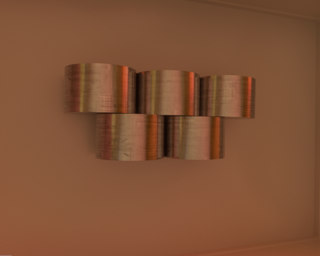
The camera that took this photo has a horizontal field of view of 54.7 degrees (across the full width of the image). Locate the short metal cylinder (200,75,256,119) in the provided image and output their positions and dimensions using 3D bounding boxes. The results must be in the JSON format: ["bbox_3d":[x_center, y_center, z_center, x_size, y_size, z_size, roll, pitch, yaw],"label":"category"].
[{"bbox_3d":[0.085,-0.038,0.410,0.081,0.080,0.050,2,90,-20],"label":"short metal cylinder"}]

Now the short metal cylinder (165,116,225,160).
[{"bbox_3d":[0.042,0.011,0.395,0.081,0.080,0.050,1,90,-20],"label":"short metal cylinder"}]

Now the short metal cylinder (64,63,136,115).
[{"bbox_3d":[-0.068,-0.041,0.354,0.081,0.080,0.050,1,90,-20],"label":"short metal cylinder"}]

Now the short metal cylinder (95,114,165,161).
[{"bbox_3d":[-0.035,0.010,0.366,0.081,0.080,0.050,1,90,-20],"label":"short metal cylinder"}]

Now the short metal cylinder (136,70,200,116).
[{"bbox_3d":[0.009,-0.039,0.382,0.081,0.080,0.050,1,90,-20],"label":"short metal cylinder"}]
